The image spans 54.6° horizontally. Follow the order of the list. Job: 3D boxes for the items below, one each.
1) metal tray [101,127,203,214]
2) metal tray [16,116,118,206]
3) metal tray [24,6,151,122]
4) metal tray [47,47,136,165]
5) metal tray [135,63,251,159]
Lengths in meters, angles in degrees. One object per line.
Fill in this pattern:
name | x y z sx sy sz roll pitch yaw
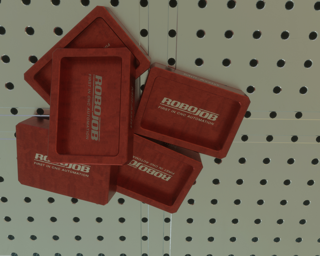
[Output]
metal tray | -0.018 0.055 0.430 0.131 0.030 0.090 24 109 -9
metal tray | -0.121 0.042 0.407 0.130 0.030 0.089 11 111 10
metal tray | -0.087 -0.073 0.382 0.130 0.030 0.090 -38 105 12
metal tray | -0.077 -0.024 0.355 0.090 0.030 0.129 1 86 7
metal tray | 0.038 -0.021 0.402 0.131 0.030 0.089 17 110 -7
